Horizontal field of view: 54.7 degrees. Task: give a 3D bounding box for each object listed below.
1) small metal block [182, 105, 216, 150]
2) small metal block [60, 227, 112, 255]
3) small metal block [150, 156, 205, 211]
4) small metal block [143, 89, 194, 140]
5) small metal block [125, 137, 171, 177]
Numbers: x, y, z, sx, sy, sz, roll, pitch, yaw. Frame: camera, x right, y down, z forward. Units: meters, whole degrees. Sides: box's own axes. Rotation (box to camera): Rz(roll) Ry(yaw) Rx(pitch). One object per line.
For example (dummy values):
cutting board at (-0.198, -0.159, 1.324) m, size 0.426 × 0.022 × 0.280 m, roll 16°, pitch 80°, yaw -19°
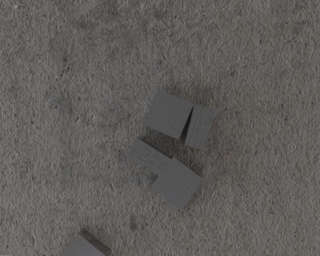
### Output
small metal block at (0.048, 0.000, 0.398) m, size 0.025 × 0.050 × 0.050 m, roll 16°, pitch 90°, yaw 0°
small metal block at (-0.101, 0.170, 0.409) m, size 0.050 × 0.025 × 0.050 m, roll 40°, pitch 90°, yaw 0°
small metal block at (0.022, 0.071, 0.410) m, size 0.050 × 0.025 × 0.050 m, roll 37°, pitch 90°, yaw 0°
small metal block at (0.011, -0.018, 0.410) m, size 0.050 × 0.025 × 0.050 m, roll 23°, pitch 90°, yaw 0°
small metal block at (-0.014, 0.035, 0.397) m, size 0.050 × 0.050 × 0.025 m, roll 32°, pitch 90°, yaw 0°
